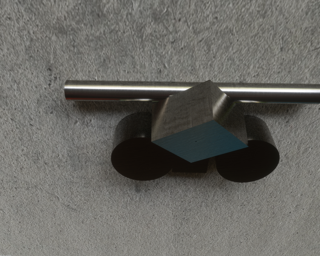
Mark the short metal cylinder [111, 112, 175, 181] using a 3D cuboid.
[{"bbox_3d":[-0.022,0.025,0.413,0.081,0.050,0.079,0,130,0],"label":"short metal cylinder"}]

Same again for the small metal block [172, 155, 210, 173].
[{"bbox_3d":[0.043,0.038,0.442,0.050,0.025,0.050,1,130,-2],"label":"small metal block"}]

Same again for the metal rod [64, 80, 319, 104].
[{"bbox_3d":[0.041,-0.043,0.372,0.302,0.025,0.025,1,130,-1],"label":"metal rod"}]

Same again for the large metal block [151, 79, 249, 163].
[{"bbox_3d":[0.047,-0.003,0.367,0.080,0.050,0.080,-21,145,33],"label":"large metal block"}]

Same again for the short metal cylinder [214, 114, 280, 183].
[{"bbox_3d":[0.113,0.028,0.417,0.081,0.050,0.079,0,130,0],"label":"short metal cylinder"}]
